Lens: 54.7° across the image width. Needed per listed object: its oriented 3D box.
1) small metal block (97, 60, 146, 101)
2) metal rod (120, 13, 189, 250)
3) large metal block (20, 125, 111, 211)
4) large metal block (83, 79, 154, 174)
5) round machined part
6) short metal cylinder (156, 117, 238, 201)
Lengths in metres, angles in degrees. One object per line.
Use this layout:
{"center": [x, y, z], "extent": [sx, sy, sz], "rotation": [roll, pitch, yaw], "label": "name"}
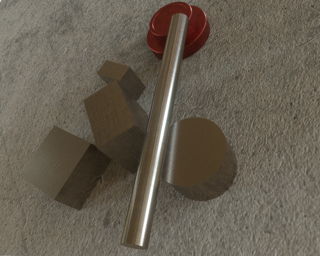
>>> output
{"center": [-0.057, -0.071, 0.459], "extent": [0.050, 0.050, 0.025], "rotation": [22, 74, 36], "label": "small metal block"}
{"center": [0.002, -0.021, 0.352], "extent": [0.025, 0.025, 0.300], "rotation": [-5, 56, 25], "label": "metal rod"}
{"center": [-0.127, 0.053, 0.420], "extent": [0.080, 0.050, 0.080], "rotation": [20, 72, 35], "label": "large metal block"}
{"center": [-0.044, 0.000, 0.391], "extent": [0.050, 0.080, 0.080], "rotation": [-32, 52, 8], "label": "large metal block"}
{"center": [0.023, -0.153, 0.473], "extent": [0.098, 0.042, 0.098], "rotation": [-13, 56, 20], "label": "round machined part"}
{"center": [0.040, 0.035, 0.344], "extent": [0.080, 0.050, 0.080], "rotation": [-13, 56, 20], "label": "short metal cylinder"}
